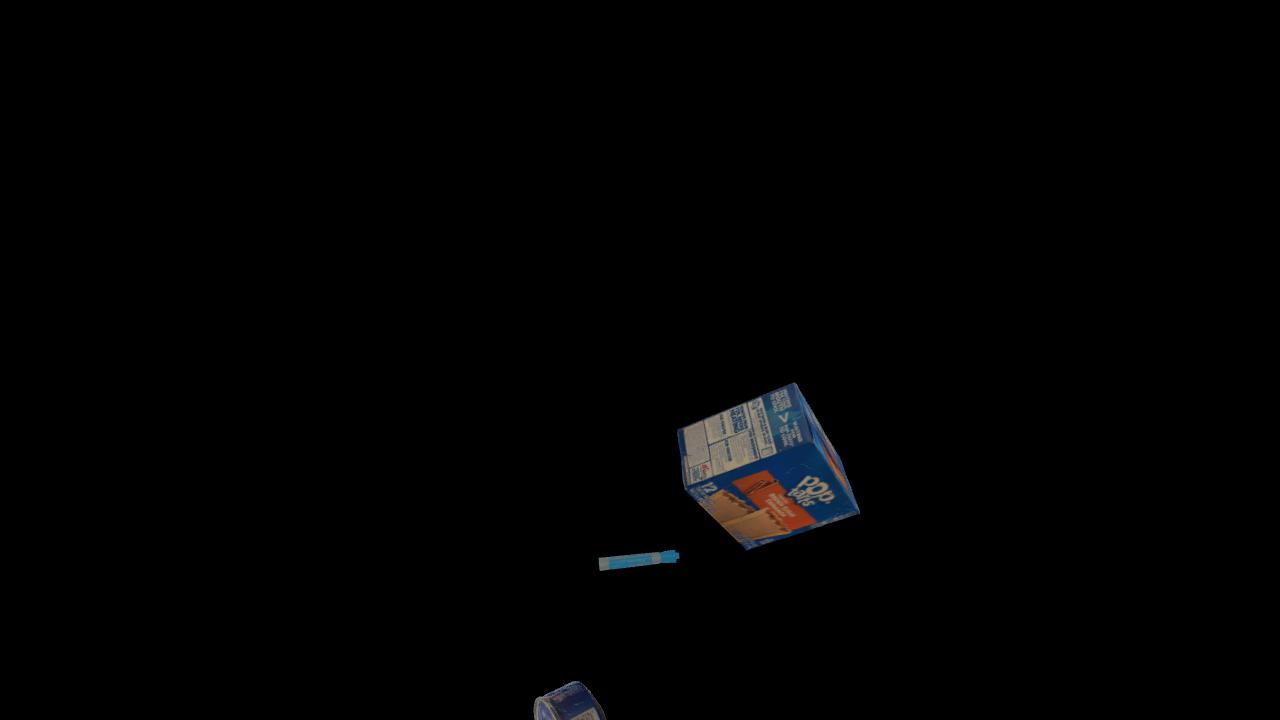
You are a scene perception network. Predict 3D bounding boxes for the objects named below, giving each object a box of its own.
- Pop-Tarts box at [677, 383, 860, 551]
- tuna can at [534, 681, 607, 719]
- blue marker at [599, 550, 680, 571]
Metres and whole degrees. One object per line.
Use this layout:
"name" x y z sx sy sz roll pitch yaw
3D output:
"Pop-Tarts box" 0.142 0.124 0.677 0.141 0.083 0.167 -24 -46 18
"tuna can" -0.046 0.282 0.448 0.034 0.084 0.084 -13 6 -30
"blue marker" -0.001 0.300 0.922 0.121 0.020 0.020 -5 0 -3
